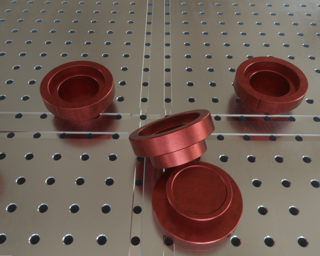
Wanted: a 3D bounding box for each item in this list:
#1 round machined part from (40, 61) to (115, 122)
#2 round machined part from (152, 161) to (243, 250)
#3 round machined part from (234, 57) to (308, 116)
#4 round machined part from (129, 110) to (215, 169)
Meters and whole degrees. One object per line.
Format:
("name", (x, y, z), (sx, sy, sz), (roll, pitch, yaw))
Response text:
("round machined part", (-0.112, -0.048, 0.435), (0.099, 0.042, 0.098), (0, 50, 0))
("round machined part", (0.040, 0.075, 0.334), (0.099, 0.042, 0.098), (0, 50, 0))
("round machined part", (0.155, -0.056, 0.446), (0.099, 0.042, 0.098), (0, 50, 0))
("round machined part", (0.017, 0.014, 0.363), (0.098, 0.042, 0.098), (-18, 11, 4))
